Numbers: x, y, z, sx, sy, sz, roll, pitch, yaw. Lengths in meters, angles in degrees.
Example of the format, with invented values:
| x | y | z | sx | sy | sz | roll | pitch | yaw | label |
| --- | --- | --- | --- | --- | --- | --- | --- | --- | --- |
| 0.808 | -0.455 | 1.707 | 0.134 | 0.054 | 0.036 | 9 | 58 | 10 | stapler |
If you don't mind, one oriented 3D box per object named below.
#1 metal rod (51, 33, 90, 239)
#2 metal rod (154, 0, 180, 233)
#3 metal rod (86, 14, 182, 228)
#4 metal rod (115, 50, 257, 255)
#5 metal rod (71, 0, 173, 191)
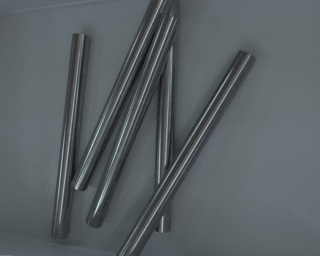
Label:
| x | y | z | sx | sy | sz | roll | pitch | yaw | label |
| --- | --- | --- | --- | --- | --- | --- | --- | --- | --- |
| -0.132 | 0.014 | 0.457 | 0.025 | 0.025 | 0.298 | 8 | 93 | 20 | metal rod |
| 0.008 | -0.015 | 0.407 | 0.025 | 0.025 | 0.298 | 2 | 91 | 20 | metal rod |
| -0.040 | 0.002 | 0.408 | 0.025 | 0.025 | 0.298 | 27 | 105 | 18 | metal rod |
| 0.029 | 0.041 | 0.380 | 0.025 | 0.025 | 0.299 | 31 | 93 | 17 | metal rod |
| -0.054 | -0.045 | 0.414 | 0.025 | 0.025 | 0.298 | 31 | 105 | 17 | metal rod |
